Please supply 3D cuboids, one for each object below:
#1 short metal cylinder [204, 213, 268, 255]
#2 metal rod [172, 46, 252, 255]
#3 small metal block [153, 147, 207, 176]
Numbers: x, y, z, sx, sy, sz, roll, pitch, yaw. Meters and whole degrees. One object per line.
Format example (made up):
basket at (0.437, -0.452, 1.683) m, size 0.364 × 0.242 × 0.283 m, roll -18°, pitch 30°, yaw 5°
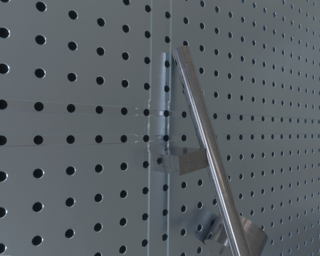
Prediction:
short metal cylinder at (0.115, 0.172, 0.471) m, size 0.080 × 0.080 × 0.050 m, roll 52°, pitch 60°, yaw -28°
metal rod at (0.070, 0.033, 0.423) m, size 0.025 × 0.025 × 0.298 m, roll -13°, pitch 84°, yaw -39°
small metal block at (0.027, 0.043, 0.416) m, size 0.050 × 0.050 × 0.025 m, roll -10°, pitch 97°, yaw -40°
